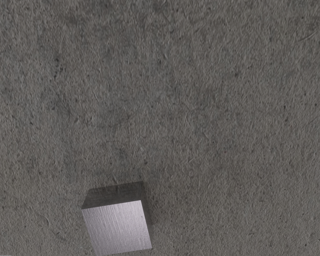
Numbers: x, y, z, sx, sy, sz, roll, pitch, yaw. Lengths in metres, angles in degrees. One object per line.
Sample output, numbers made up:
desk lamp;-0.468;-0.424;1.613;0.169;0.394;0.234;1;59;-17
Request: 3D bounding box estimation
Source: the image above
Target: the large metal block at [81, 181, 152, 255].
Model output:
large metal block;-0.058;0.129;0.443;0.080;0.050;0.079;-10;110;3
